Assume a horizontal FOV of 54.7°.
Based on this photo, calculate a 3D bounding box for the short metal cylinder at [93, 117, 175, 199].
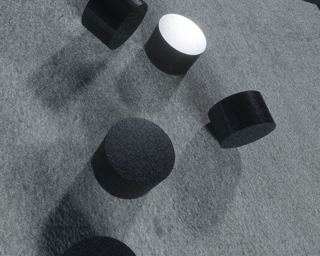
[{"bbox_3d":[-0.030,0.035,0.352,0.081,0.050,0.080,14,56,-21],"label":"short metal cylinder"}]

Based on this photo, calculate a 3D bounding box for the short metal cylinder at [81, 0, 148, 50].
[{"bbox_3d":[-0.062,-0.157,0.432,0.050,0.080,0.080,41,51,-1],"label":"short metal cylinder"}]

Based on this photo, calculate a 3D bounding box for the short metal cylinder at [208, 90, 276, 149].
[{"bbox_3d":[0.115,-0.010,0.439,0.081,0.080,0.050,-3,64,-30],"label":"short metal cylinder"}]

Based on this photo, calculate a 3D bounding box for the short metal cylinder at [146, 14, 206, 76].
[{"bbox_3d":[0.024,-0.129,0.481,0.081,0.050,0.080,14,56,-21],"label":"short metal cylinder"}]

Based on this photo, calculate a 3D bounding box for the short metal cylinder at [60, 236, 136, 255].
[{"bbox_3d":[-0.060,0.141,0.271,0.081,0.050,0.080,14,56,-21],"label":"short metal cylinder"}]
